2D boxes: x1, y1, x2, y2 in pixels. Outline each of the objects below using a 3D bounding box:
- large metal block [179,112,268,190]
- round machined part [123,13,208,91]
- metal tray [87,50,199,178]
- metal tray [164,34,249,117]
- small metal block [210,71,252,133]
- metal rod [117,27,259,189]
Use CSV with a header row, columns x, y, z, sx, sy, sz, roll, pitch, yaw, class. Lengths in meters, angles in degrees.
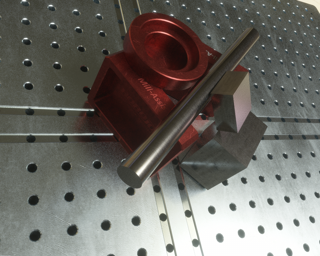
x,y,z,sx,sy,sz,roll,pitch,yaw,class
0.081,0.023,0.400,0.050,0.080,0.080,42,51,0,large metal block
0.003,-0.084,0.363,0.099,0.042,0.098,14,56,-21,round machined part
-0.025,-0.014,0.362,0.030,0.090,0.130,-33,81,-38,metal tray
0.046,-0.075,0.438,0.131,0.090,0.030,28,53,-11,metal tray
0.082,-0.030,0.352,0.025,0.050,0.050,9,42,32,small metal block
0.053,-0.046,0.350,0.025,0.025,0.301,42,51,0,metal rod
